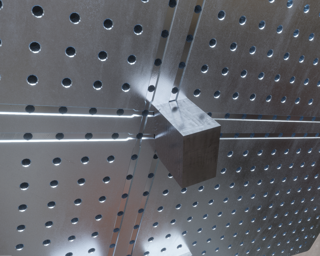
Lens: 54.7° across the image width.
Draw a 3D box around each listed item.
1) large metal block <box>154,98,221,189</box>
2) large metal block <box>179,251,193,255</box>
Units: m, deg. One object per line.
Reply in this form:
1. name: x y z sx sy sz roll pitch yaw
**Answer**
1. large metal block: 0.033 0.018 0.406 0.050 0.080 0.079 -15 125 -20
2. large metal block: 0.032 0.298 0.600 0.081 0.050 0.079 -11 123 -23
